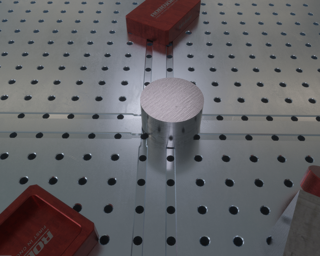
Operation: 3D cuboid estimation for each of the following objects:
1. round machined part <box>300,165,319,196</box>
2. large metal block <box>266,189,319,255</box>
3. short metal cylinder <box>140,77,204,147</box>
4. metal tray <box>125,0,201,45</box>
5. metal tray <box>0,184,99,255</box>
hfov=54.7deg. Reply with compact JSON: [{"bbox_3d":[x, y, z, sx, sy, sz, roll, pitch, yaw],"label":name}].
[{"bbox_3d":[0.199,0.062,0.312,0.099,0.042,0.098,20,16,-6],"label":"round machined part"},{"bbox_3d":[0.128,0.116,0.275,0.050,0.080,0.080,22,54,17],"label":"large metal block"},{"bbox_3d":[0.015,-0.021,0.409,0.081,0.050,0.080,0,50,0],"label":"short metal cylinder"},{"bbox_3d":[0.008,-0.213,0.583,0.090,0.030,0.130,25,54,19],"label":"metal tray"},{"bbox_3d":[-0.135,0.128,0.295,0.090,0.030,0.131,27,55,20],"label":"metal tray"}]
